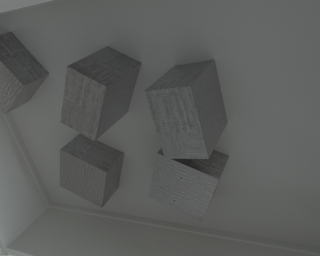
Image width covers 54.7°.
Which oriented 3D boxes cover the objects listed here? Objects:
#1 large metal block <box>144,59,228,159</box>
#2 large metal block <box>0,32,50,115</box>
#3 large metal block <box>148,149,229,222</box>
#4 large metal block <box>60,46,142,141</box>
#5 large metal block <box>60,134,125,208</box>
[{"bbox_3d":[0.033,-0.021,0.341,0.050,0.080,0.080,-3,117,29],"label":"large metal block"},{"bbox_3d":[-0.226,-0.080,0.459,0.080,0.050,0.080,49,128,-7],"label":"large metal block"},{"bbox_3d":[0.036,0.065,0.413,0.080,0.050,0.079,22,127,14],"label":"large metal block"},{"bbox_3d":[-0.072,-0.044,0.382,0.050,0.080,0.079,28,128,10],"label":"large metal block"},{"bbox_3d":[-0.108,0.066,0.489,0.080,0.050,0.079,24,127,13],"label":"large metal block"}]
